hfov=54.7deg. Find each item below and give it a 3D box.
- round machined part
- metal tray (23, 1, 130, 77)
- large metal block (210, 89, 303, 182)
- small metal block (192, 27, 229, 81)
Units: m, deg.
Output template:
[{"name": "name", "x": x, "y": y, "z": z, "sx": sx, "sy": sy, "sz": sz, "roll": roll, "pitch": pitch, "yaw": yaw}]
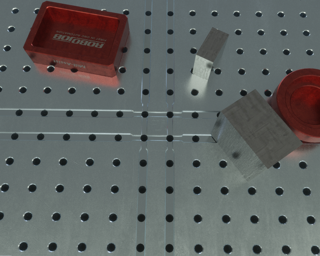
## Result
[{"name": "round machined part", "x": 0.198, "y": -0.027, "z": 0.414, "sx": 0.099, "sy": 0.042, "sz": 0.098, "roll": 0, "pitch": 70, "yaw": 0}, {"name": "metal tray", "x": -0.119, "y": -0.132, "z": 0.456, "sx": 0.131, "sy": 0.030, "sz": 0.090, "roll": 11, "pitch": 70, "yaw": 4}, {"name": "large metal block", "x": 0.112, "y": 0.012, "z": 0.379, "sx": 0.050, "sy": 0.080, "sz": 0.080, "roll": -32, "pitch": 73, "yaw": -11}, {"name": "small metal block", "x": 0.071, "y": -0.103, "z": 0.436, "sx": 0.025, "sy": 0.050, "sz": 0.050, "roll": 27, "pitch": 72, "yaw": 9}]
